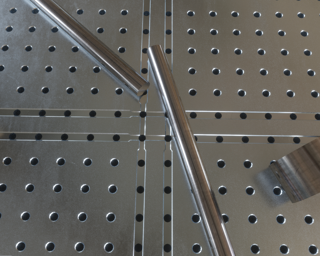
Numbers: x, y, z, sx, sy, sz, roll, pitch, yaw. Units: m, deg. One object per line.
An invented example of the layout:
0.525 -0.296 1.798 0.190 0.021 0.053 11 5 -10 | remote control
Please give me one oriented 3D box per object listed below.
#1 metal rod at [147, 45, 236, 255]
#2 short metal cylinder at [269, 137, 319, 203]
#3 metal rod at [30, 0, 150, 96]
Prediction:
0.035 0.021 0.404 0.025 0.025 0.299 -15 71 -6 | metal rod
0.179 0.047 0.367 0.080 0.080 0.050 -26 73 -9 | short metal cylinder
-0.132 -0.151 0.465 0.300 0.025 0.025 42 75 13 | metal rod
